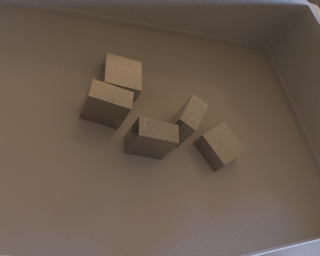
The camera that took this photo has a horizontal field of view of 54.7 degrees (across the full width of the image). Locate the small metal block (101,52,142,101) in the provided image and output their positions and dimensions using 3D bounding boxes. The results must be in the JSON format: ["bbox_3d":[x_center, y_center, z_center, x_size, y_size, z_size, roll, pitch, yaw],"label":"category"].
[{"bbox_3d":[-0.053,-0.069,0.419,0.050,0.025,0.050,11,57,-22],"label":"small metal block"}]

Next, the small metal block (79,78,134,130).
[{"bbox_3d":[-0.065,-0.027,0.371,0.050,0.050,0.025,17,55,-19],"label":"small metal block"}]

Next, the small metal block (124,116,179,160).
[{"bbox_3d":[-0.011,0.014,0.375,0.050,0.050,0.025,13,57,-21],"label":"small metal block"}]

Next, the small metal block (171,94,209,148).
[{"bbox_3d":[0.034,-0.009,0.413,0.025,0.050,0.050,35,51,-5],"label":"small metal block"}]

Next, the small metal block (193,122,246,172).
[{"bbox_3d":[0.084,0.026,0.435,0.050,0.025,0.050,-27,77,-37],"label":"small metal block"}]
